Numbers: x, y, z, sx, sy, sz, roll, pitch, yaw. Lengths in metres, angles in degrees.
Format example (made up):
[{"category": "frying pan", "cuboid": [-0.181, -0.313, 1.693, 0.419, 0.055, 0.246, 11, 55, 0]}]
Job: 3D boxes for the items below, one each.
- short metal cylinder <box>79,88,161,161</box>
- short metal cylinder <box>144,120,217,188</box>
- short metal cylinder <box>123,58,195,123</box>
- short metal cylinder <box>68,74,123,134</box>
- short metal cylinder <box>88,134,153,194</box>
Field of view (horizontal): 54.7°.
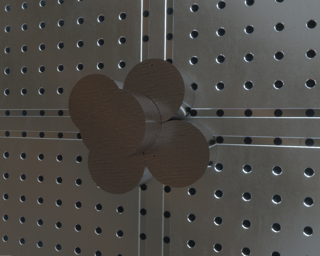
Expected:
[{"category": "short metal cylinder", "cuboid": [-0.045, -0.005, 0.359, 0.080, 0.050, 0.079, 1, 92, 19]}, {"category": "short metal cylinder", "cuboid": [0.027, 0.030, 0.388, 0.080, 0.050, 0.079, 0, 90, 19]}, {"category": "short metal cylinder", "cuboid": [0.000, -0.044, 0.398, 0.080, 0.050, 0.079, 0, 90, 19]}, {"category": "short metal cylinder", "cuboid": [-0.076, -0.031, 0.424, 0.080, 0.050, 0.079, 0, 90, 19]}, {"category": "short metal cylinder", "cuboid": [-0.048, 0.044, 0.414, 0.080, 0.050, 0.079, 0, 90, 19]}]
